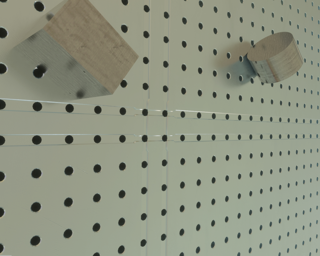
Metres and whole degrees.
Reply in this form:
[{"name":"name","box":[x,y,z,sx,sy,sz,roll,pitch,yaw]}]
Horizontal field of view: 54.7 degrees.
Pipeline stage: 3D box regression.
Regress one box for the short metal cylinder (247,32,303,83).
[{"name":"short metal cylinder","box":[0.202,-0.124,0.546,0.050,0.080,0.080,51,60,-28]}]

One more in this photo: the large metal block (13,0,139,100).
[{"name":"large metal block","box":[-0.083,-0.075,0.305,0.080,0.080,0.050,45,63,-31]}]
